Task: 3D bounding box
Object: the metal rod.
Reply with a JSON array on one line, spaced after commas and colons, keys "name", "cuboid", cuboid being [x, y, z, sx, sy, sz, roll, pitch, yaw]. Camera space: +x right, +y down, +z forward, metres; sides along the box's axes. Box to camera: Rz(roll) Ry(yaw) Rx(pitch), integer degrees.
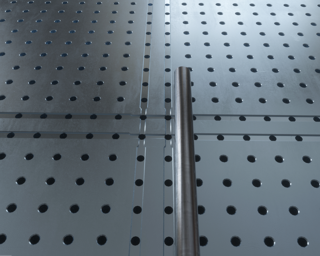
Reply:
[{"name": "metal rod", "cuboid": [0.031, 0.029, 0.383, 0.025, 0.025, 0.300, 1, 50, 1]}]
